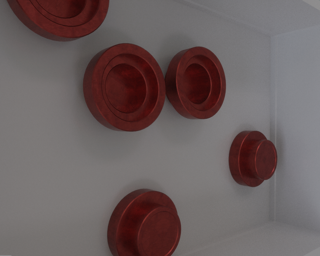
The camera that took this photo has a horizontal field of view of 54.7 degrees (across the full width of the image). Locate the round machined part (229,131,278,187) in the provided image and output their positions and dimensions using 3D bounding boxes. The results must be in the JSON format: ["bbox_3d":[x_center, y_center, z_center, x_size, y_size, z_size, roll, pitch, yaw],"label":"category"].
[{"bbox_3d":[0.166,0.053,0.535,0.099,0.042,0.097,0,90,-40],"label":"round machined part"}]

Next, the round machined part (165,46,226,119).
[{"bbox_3d":[0.045,-0.061,0.433,0.099,0.042,0.097,0,90,-40],"label":"round machined part"}]

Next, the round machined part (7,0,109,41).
[{"bbox_3d":[-0.104,-0.135,0.307,0.099,0.042,0.097,-2,93,-40],"label":"round machined part"}]

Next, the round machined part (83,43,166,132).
[{"bbox_3d":[-0.044,-0.045,0.358,0.099,0.042,0.097,0,90,-40],"label":"round machined part"}]

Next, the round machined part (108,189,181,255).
[{"bbox_3d":[-0.012,0.128,0.386,0.099,0.042,0.097,0,90,-40],"label":"round machined part"}]
